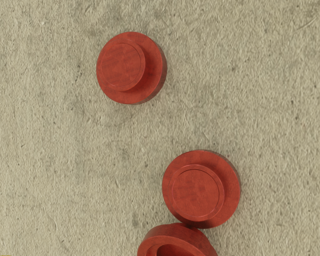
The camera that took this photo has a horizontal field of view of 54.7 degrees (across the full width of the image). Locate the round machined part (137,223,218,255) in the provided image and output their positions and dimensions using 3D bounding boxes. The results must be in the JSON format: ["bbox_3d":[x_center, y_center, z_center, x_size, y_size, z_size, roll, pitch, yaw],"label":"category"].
[{"bbox_3d":[0.025,0.156,0.379,0.098,0.042,0.097,10,117,19],"label":"round machined part"}]

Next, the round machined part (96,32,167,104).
[{"bbox_3d":[-0.043,-0.081,0.415,0.098,0.042,0.097,0,90,20],"label":"round machined part"}]

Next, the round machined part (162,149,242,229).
[{"bbox_3d":[0.048,0.076,0.383,0.098,0.042,0.097,0,90,20],"label":"round machined part"}]
